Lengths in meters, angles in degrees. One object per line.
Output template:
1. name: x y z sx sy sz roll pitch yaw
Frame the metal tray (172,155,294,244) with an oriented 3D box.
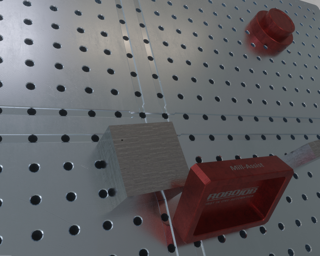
1. metal tray: 0.086 0.081 0.362 0.131 0.089 0.030 -2 31 -29

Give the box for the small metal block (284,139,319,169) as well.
1. small metal block: 0.238 0.041 0.495 0.050 0.050 0.025 -10 67 -32

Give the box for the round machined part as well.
1. round machined part: 0.247 -0.217 0.663 0.099 0.042 0.098 14 56 -21

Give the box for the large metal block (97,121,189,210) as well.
1. large metal block: -0.019 0.041 0.357 0.081 0.050 0.080 -4 64 -30
